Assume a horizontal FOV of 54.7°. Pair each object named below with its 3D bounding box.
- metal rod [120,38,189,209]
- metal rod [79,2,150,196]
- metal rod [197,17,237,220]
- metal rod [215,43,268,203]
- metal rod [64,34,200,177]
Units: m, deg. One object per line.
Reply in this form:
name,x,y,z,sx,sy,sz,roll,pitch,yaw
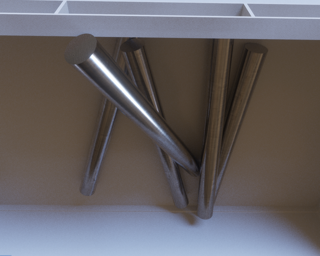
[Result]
metal rod,0.004,0.020,0.409,0.025,0.025,0.299,-9,135,8
metal rod,-0.069,-0.011,0.398,0.025,0.025,0.298,14,129,-12
metal rod,0.068,0.012,0.402,0.025,0.025,0.298,-1,125,0
metal rod,0.090,0.026,0.431,0.025,0.025,0.298,4,130,-4
metal rod,0.000,0.004,0.336,0.025,0.025,0.300,-18,152,15
